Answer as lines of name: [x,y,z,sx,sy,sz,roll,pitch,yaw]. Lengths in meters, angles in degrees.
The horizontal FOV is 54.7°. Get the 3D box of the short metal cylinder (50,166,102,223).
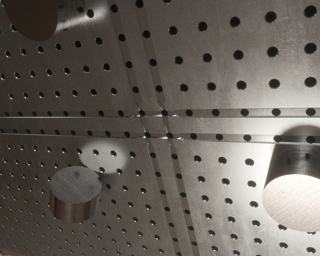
short metal cylinder: [-0.140,0.109,0.515,0.080,0.080,0.050,24,127,13]

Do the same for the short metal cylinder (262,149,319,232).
short metal cylinder: [0.162,0.071,0.353,0.080,0.050,0.079,13,124,20]

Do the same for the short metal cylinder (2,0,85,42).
short metal cylinder: [-0.139,-0.151,0.373,0.080,0.050,0.079,13,124,20]
